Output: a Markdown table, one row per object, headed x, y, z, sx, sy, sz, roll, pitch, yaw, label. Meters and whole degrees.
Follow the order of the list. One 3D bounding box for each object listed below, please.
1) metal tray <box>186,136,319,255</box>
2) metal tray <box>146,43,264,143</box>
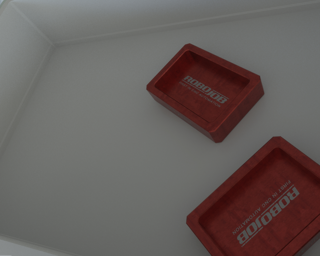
| x | y | z | sx | sy | sz | roll | pitch | yaw | label |
| --- | --- | --- | --- | --- | --- | --- | --- | --- | --- |
| 0.102 | 0.081 | 0.298 | 0.130 | 0.030 | 0.090 | -42 | 51 | -2 | metal tray |
| 0.054 | -0.050 | 0.403 | 0.090 | 0.030 | 0.130 | -47 | 52 | -6 | metal tray |
